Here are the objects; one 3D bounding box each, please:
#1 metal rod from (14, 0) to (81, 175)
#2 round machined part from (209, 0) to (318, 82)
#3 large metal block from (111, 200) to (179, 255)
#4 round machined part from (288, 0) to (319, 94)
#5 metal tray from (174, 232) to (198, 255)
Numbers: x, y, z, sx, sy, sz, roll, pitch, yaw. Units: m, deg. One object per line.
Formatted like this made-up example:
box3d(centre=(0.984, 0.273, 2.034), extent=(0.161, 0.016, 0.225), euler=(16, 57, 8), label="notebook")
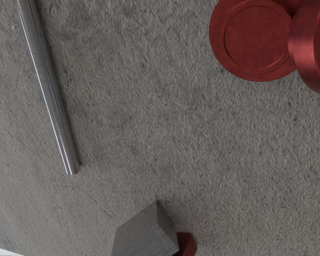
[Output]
box3d(centre=(-0.162, -0.057, 0.456), extent=(0.025, 0.025, 0.298), euler=(8, 122, 24), label="metal rod")
box3d(centre=(0.094, -0.089, 0.292), extent=(0.098, 0.042, 0.097), euler=(13, 124, 21), label="round machined part")
box3d(centre=(-0.022, 0.166, 0.466), extent=(0.080, 0.080, 0.050), euler=(-37, 99, 4), label="large metal block")
box3d(centre=(0.145, -0.075, 0.251), extent=(0.042, 0.099, 0.098), euler=(32, 145, 64), label="round machined part")
box3d(centre=(-0.006, 0.220, 0.478), extent=(0.090, 0.131, 0.030), euler=(-9, 115, 32), label="metal tray")
